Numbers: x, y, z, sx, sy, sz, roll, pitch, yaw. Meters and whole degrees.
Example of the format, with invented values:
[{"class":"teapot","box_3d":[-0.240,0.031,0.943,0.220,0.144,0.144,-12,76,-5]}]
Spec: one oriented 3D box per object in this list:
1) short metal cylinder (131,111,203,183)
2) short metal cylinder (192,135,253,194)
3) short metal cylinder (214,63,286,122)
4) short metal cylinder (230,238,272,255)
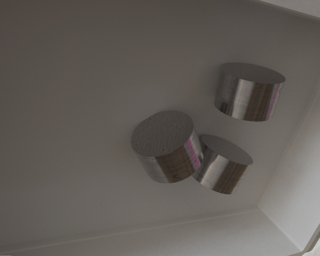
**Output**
[{"class":"short metal cylinder","box_3d":[0.010,0.023,0.392,0.080,0.080,0.050,-31,129,-9]},{"class":"short metal cylinder","box_3d":[0.087,0.052,0.452,0.081,0.080,0.050,11,113,-33]},{"class":"short metal cylinder","box_3d":[0.115,-0.049,0.405,0.081,0.080,0.050,-7,122,-25]},{"class":"short metal cylinder","box_3d":[0.194,0.282,0.656,0.081,0.080,0.050,16,110,-35]}]
